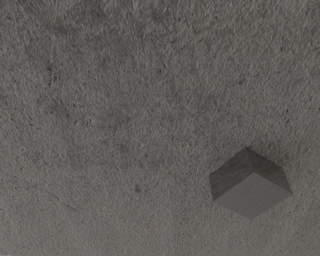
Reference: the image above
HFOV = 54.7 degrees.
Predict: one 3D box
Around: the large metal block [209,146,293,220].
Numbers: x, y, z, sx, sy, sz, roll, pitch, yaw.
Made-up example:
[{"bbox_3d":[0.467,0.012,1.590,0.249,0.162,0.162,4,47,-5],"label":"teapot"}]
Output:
[{"bbox_3d":[0.133,0.085,0.464,0.080,0.050,0.080,29,124,-23],"label":"large metal block"}]
